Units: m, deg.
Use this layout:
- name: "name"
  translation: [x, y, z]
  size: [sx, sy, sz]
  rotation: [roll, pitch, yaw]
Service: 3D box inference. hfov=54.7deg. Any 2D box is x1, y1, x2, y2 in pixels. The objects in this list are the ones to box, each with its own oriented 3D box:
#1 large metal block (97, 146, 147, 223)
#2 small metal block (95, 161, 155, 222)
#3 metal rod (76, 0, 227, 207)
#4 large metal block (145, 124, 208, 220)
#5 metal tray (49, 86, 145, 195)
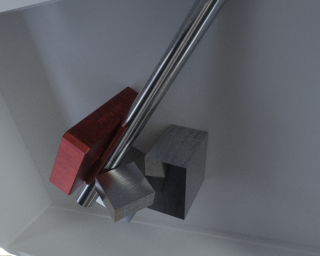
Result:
- name: "large metal block"
  translation: [-0.050, 0.073, 0.443]
  size: [0.080, 0.080, 0.050]
  rotation: [32, 128, 7]
- name: "small metal block"
  translation: [-0.041, 0.073, 0.360]
  size: [0.050, 0.050, 0.025]
  rotation: [49, 146, 34]
- name: "metal rod"
  translation: [-0.019, -0.022, 0.343]
  size: [0.025, 0.025, 0.298]
  rotation: [36, 112, 4]
- name: "large metal block"
  translation: [0.023, 0.053, 0.392]
  size: [0.050, 0.080, 0.079]
  rotation: [13, 124, 21]
- name: "metal tray"
  translation: [-0.073, 0.012, 0.383]
  size: [0.030, 0.131, 0.089]
  rotation: [36, 130, 5]
